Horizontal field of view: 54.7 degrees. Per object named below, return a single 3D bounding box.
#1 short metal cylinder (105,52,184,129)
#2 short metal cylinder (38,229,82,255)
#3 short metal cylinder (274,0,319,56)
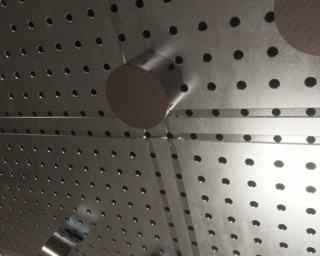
[{"bbox_3d":[-0.018,-0.046,0.375,0.080,0.050,0.079,13,124,20],"label":"short metal cylinder"},{"bbox_3d":[-0.207,0.258,0.641,0.050,0.080,0.079,28,128,10],"label":"short metal cylinder"},{"bbox_3d":[0.140,-0.106,0.256,0.080,0.050,0.079,13,124,20],"label":"short metal cylinder"}]
